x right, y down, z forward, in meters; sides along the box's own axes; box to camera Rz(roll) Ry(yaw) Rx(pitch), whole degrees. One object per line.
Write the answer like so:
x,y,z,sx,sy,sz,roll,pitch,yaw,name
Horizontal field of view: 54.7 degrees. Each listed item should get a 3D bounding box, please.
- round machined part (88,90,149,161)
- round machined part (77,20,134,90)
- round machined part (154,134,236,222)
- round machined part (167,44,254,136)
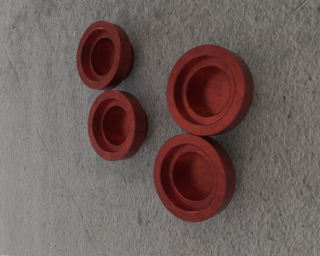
-0.055,-0.003,0.440,0.098,0.042,0.097,0,90,40,round machined part
-0.076,-0.104,0.457,0.098,0.042,0.097,0,90,40,round machined part
0.043,0.055,0.358,0.098,0.042,0.097,0,91,40,round machined part
0.058,-0.040,0.346,0.098,0.042,0.097,0,90,40,round machined part
